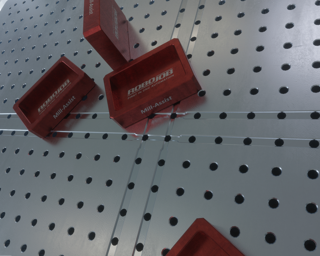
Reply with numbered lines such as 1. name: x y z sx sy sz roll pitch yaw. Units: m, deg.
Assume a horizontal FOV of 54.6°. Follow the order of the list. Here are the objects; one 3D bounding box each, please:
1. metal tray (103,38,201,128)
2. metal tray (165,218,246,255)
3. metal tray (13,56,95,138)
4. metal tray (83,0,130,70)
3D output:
1. metal tray: -0.016 -0.066 0.454 0.130 0.030 0.090 -26 53 12
2. metal tray: 0.057 0.158 0.278 0.090 0.030 0.130 -48 51 -6
3. metal tray: -0.185 -0.056 0.538 0.130 0.030 0.090 -47 51 -5
4. metal tray: -0.088 -0.172 0.519 0.030 0.090 0.130 -20 54 17
